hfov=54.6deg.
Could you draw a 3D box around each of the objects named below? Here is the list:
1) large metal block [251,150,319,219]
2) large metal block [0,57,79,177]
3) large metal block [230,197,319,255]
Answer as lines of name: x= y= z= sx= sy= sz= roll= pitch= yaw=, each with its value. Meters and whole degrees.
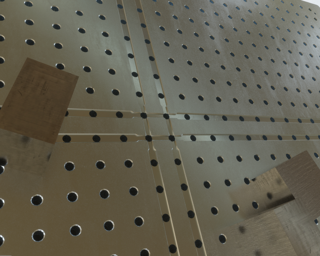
large metal block: x=0.192 y=0.087 z=0.441 sx=0.081 sy=0.050 sz=0.080 roll=-17 pitch=71 yaw=-35
large metal block: x=-0.125 y=-0.008 z=0.310 sx=0.050 sy=0.080 sz=0.080 roll=20 pitch=54 yaw=-17
large metal block: x=0.141 y=0.137 z=0.364 sx=0.050 sy=0.080 sz=0.080 roll=-11 pitch=67 yaw=-33
